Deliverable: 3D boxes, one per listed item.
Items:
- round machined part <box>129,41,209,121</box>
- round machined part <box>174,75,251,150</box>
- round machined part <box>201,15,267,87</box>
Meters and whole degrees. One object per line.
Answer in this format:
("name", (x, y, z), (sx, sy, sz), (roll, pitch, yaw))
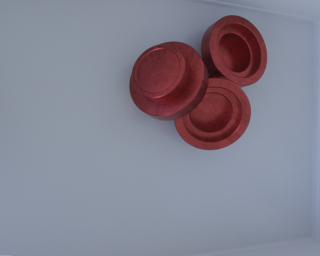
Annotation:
("round machined part", (0.005, -0.061, 0.374), (0.042, 0.098, 0.098), (33, 75, -61))
("round machined part", (0.067, -0.023, 0.414), (0.099, 0.042, 0.097), (-1, 111, -1))
("round machined part", (0.098, -0.102, 0.434), (0.099, 0.042, 0.097), (4, 82, -26))
